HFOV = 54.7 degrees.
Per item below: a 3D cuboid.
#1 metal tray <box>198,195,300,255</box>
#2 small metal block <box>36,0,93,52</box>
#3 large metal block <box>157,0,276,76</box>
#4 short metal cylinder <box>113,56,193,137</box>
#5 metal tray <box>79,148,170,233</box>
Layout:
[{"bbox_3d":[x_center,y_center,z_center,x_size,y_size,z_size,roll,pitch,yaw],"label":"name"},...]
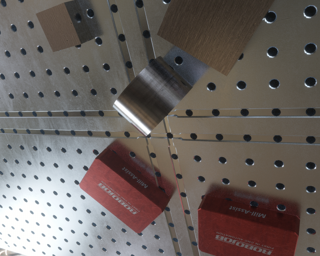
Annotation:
[{"bbox_3d":[0.121,0.151,0.438,0.130,0.030,0.089,9,123,23],"label":"metal tray"},{"bbox_3d":[-0.121,-0.129,0.393,0.050,0.025,0.050,-5,116,30],"label":"small metal block"},{"bbox_3d":[0.056,-0.110,0.297,0.080,0.050,0.079,33,129,6],"label":"large metal block"},{"bbox_3d":[-0.008,-0.036,0.357,0.050,0.080,0.080,43,129,-2],"label":"short metal cylinder"},{"bbox_3d":[-0.060,0.104,0.502,0.130,0.030,0.089,38,129,1],"label":"metal tray"}]
